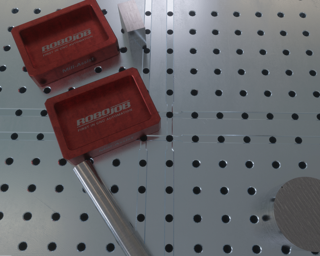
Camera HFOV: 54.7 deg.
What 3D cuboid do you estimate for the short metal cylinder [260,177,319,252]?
[{"bbox_3d":[0.165,0.101,0.363,0.081,0.050,0.080,0,70,0],"label":"short metal cylinder"}]

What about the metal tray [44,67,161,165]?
[{"bbox_3d":[-0.075,-0.017,0.414,0.131,0.030,0.090,-22,72,-8],"label":"metal tray"}]

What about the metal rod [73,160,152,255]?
[{"bbox_3d":[-0.013,0.163,0.351,0.025,0.025,0.300,-34,74,-12],"label":"metal rod"}]

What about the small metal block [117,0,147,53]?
[{"bbox_3d":[-0.040,-0.148,0.452,0.025,0.050,0.050,-18,71,-6],"label":"small metal block"}]

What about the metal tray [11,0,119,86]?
[{"bbox_3d":[-0.137,-0.127,0.454,0.131,0.030,0.090,-25,72,-9],"label":"metal tray"}]
